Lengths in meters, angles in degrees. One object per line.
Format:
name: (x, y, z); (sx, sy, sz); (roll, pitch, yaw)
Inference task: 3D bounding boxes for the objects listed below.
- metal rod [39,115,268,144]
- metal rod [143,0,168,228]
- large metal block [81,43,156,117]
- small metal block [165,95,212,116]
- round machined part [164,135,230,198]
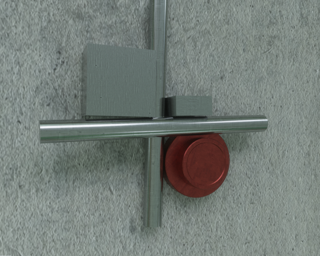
metal rod: (0.011, -0.001, 0.389); (0.303, 0.025, 0.025); (-2, 91, -24)
metal rod: (-0.006, -0.022, 0.409); (0.025, 0.025, 0.298); (2, 89, -20)
large metal block: (-0.051, -0.053, 0.378); (0.081, 0.050, 0.079); (1, 90, -21)
small metal block: (0.035, -0.028, 0.411); (0.050, 0.050, 0.025); (-2, 91, -20)
round machined part: (0.054, 0.047, 0.421); (0.099, 0.042, 0.097); (0, 90, -21)
